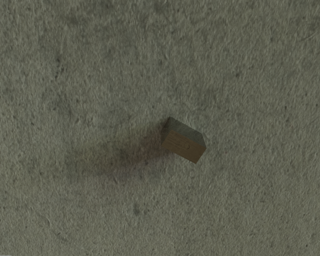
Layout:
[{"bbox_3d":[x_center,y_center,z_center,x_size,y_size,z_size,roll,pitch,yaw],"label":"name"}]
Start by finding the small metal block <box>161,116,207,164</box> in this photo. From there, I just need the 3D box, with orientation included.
[{"bbox_3d":[0.029,0.015,0.402,0.050,0.050,0.025,28,108,-10],"label":"small metal block"}]
